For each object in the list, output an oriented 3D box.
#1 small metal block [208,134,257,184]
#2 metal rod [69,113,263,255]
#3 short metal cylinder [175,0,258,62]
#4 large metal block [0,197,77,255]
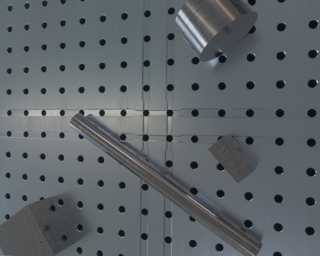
[{"bbox_3d":[0.088,0.035,0.368,0.025,0.050,0.050,-44,77,15],"label":"small metal block"},{"bbox_3d":[-0.004,0.069,0.413,0.300,0.025,0.025,34,101,16],"label":"metal rod"},{"bbox_3d":[0.065,-0.123,0.361,0.080,0.080,0.050,-38,78,16],"label":"short metal cylinder"},{"bbox_3d":[-0.188,0.164,0.466,0.080,0.050,0.080,-36,79,16],"label":"large metal block"}]
